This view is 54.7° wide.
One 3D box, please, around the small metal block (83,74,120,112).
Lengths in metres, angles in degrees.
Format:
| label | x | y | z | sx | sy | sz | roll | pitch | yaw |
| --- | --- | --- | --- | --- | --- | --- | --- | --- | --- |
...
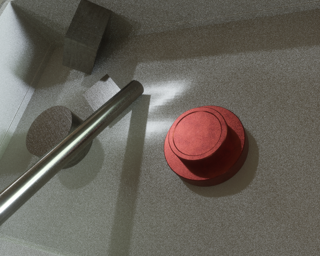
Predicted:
| label | x | y | z | sx | sy | sz | roll | pitch | yaw |
| --- | --- | --- | --- | --- | --- | --- | --- | --- | --- |
| small metal block | -0.084 | -0.048 | 0.477 | 0.050 | 0.025 | 0.050 | -41 | 51 | 0 |

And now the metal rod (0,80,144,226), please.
| label | x | y | z | sx | sy | sz | roll | pitch | yaw |
| --- | --- | --- | --- | --- | --- | --- | --- | --- | --- |
| metal rod | -0.108 | 0.025 | 0.362 | 0.025 | 0.025 | 0.301 | 8 | 39 | 31 |

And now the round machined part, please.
| label | x | y | z | sx | sy | sz | roll | pitch | yaw |
| --- | --- | --- | --- | --- | --- | --- | --- | --- | --- |
| round machined part | 0.049 | 0.015 | 0.359 | 0.098 | 0.042 | 0.098 | -13 | 56 | 20 |

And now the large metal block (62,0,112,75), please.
| label | x | y | z | sx | sy | sz | roll | pitch | yaw |
| --- | --- | --- | --- | --- | --- | --- | --- | --- | --- |
| large metal block | -0.123 | -0.149 | 0.516 | 0.050 | 0.080 | 0.080 | 19 | 64 | -12 |

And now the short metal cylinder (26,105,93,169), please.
| label | x | y | z | sx | sy | sz | roll | pitch | yaw |
| --- | --- | --- | --- | --- | --- | --- | --- | --- | --- |
| short metal cylinder | -0.147 | 0.014 | 0.456 | 0.080 | 0.050 | 0.080 | -13 | 56 | 20 |
